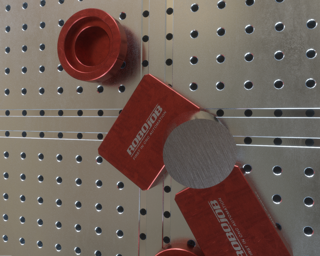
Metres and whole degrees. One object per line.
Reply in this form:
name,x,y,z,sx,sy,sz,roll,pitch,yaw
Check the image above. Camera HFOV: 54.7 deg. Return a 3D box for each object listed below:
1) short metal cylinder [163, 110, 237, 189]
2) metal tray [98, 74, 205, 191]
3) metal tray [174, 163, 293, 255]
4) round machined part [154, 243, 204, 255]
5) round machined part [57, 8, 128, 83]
short metal cylinder,0.043,0.023,0.359,0.081,0.050,0.079,0,103,0
metal tray,-0.013,0.005,0.414,0.090,0.030,0.129,37,101,16
metal tray,0.088,0.119,0.379,0.090,0.030,0.130,-32,80,17
round machined part,0.025,0.203,0.394,0.098,0.042,0.097,0,90,19
round machined part,-0.090,-0.112,0.434,0.098,0.042,0.097,0,90,19
